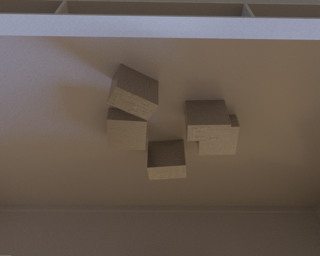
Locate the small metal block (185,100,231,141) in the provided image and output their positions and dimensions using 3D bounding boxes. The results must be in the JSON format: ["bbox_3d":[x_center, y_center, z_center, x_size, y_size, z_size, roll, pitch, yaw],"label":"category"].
[{"bbox_3d":[0.058,-0.010,0.384,0.050,0.050,0.025,-1,130,0],"label":"small metal block"}]

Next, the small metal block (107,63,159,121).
[{"bbox_3d":[-0.030,-0.042,0.357,0.050,0.050,0.025,23,126,-19],"label":"small metal block"}]

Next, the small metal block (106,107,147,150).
[{"bbox_3d":[-0.043,0.002,0.410,0.050,0.025,0.050,3,130,-3],"label":"small metal block"}]

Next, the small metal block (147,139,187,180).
[{"bbox_3d":[0.009,0.043,0.429,0.050,0.050,0.025,-4,130,3],"label":"small metal block"}]

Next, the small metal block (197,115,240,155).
[{"bbox_3d":[0.077,0.010,0.418,0.050,0.025,0.050,-2,130,1],"label":"small metal block"}]
